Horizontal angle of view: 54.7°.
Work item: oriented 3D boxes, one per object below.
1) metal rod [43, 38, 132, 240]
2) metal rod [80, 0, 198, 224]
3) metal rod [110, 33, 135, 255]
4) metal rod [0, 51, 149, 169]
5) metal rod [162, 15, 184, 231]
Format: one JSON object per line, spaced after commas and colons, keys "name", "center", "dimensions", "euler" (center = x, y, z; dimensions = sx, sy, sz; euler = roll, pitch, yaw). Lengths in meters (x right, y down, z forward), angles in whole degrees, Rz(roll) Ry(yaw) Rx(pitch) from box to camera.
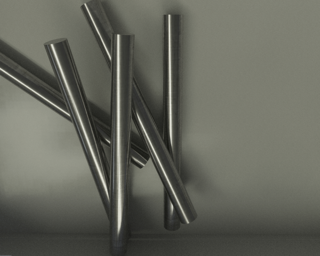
{"name": "metal rod", "center": [-0.083, 0.036, 0.400], "dimensions": [0.025, 0.025, 0.298], "euler": [-10, 119, 3]}
{"name": "metal rod", "center": [-0.021, -0.010, 0.389], "dimensions": [0.025, 0.025, 0.299], "euler": [-23, 102, 8]}
{"name": "metal rod", "center": [-0.050, 0.037, 0.387], "dimensions": [0.025, 0.025, 0.298], "euler": [3, 112, -2]}
{"name": "metal rod", "center": [-0.140, -0.040, 0.394], "dimensions": [0.301, 0.025, 0.025], "euler": [36, 106, -13]}
{"name": "metal rod", "center": [0.017, 0.007, 0.414], "dimensions": [0.025, 0.025, 0.298], "euler": [-1, 110, 0]}
